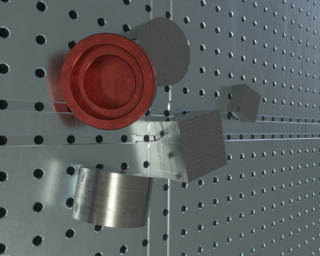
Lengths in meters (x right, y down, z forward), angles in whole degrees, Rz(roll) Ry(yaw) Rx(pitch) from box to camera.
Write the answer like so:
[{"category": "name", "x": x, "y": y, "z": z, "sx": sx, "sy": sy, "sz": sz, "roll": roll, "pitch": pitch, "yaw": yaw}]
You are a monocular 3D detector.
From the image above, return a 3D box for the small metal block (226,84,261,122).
[{"category": "small metal block", "x": 0.144, "y": -0.042, "z": 0.530, "sx": 0.050, "sy": 0.025, "sz": 0.050, "roll": 25, "pitch": 74, "yaw": -37}]

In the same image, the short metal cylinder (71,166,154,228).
[{"category": "short metal cylinder", "x": -0.050, "y": 0.072, "z": 0.332, "sx": 0.081, "sy": 0.080, "sz": 0.050, "roll": 14, "pitch": 81, "yaw": -39}]

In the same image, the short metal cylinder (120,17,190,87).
[{"category": "short metal cylinder", "x": -0.009, "y": -0.091, "z": 0.385, "sx": 0.081, "sy": 0.050, "sz": 0.079, "roll": 0, "pitch": 90, "yaw": -40}]

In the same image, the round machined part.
[{"category": "round machined part", "x": -0.051, "y": -0.049, "z": 0.332, "sx": 0.042, "sy": 0.098, "sz": 0.097, "roll": -49, "pitch": 130, "yaw": -76}]

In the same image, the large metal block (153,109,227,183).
[{"category": "large metal block", "x": 0.043, "y": 0.022, "z": 0.429, "sx": 0.081, "sy": 0.050, "sz": 0.079, "roll": -16, "pitch": 101, "yaw": -39}]
